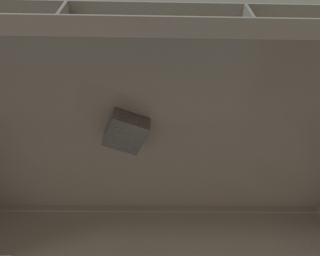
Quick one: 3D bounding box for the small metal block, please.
[{"bbox_3d":[-0.045,0.005,0.413,0.050,0.025,0.050,18,128,-15],"label":"small metal block"}]
